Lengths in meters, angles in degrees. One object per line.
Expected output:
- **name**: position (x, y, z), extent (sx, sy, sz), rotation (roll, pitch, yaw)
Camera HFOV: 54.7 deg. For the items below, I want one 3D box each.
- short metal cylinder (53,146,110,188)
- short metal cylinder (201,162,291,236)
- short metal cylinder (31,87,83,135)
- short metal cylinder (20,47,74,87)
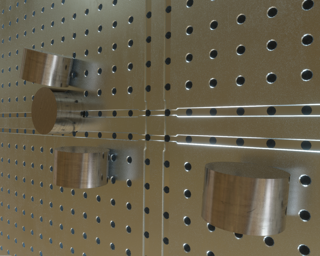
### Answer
- **short metal cylinder**: position (-0.118, 0.057, 0.468), extent (0.080, 0.081, 0.050), rotation (5, 94, 39)
- **short metal cylinder**: position (0.083, 0.065, 0.304), extent (0.080, 0.081, 0.050), rotation (7, 95, 39)
- **short metal cylinder**: position (-0.179, -0.029, 0.537), extent (0.080, 0.050, 0.079), rotation (0, 90, 39)
- **short metal cylinder**: position (-0.193, -0.103, 0.529), extent (0.080, 0.081, 0.050), rotation (22, 104, 37)
